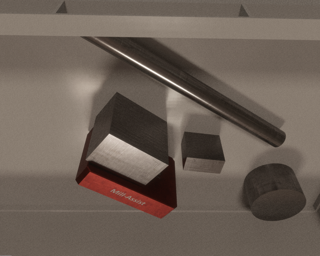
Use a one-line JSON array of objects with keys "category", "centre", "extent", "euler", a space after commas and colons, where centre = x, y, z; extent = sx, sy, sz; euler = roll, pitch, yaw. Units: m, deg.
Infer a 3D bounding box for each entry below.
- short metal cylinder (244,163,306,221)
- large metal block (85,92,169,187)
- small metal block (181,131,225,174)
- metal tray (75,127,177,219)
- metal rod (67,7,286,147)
[{"category": "short metal cylinder", "centre": [0.177, 0.100, 0.481], "extent": [0.081, 0.050, 0.079], "euler": [0, 130, 0]}, {"category": "large metal block", "centre": [-0.037, 0.014, 0.384], "extent": [0.080, 0.080, 0.050], "euler": [31, 123, -24]}, {"category": "small metal block", "centre": [0.057, 0.033, 0.422], "extent": [0.050, 0.050, 0.025], "euler": [6, 130, -6]}, {"category": "metal tray", "centre": [-0.039, 0.056, 0.413], "extent": [0.131, 0.090, 0.030], "euler": [29, 124, -23]}, {"category": "metal rod", "centre": [0.037, -0.048, 0.368], "extent": [0.301, 0.025, 0.025], "euler": [27, 125, -22]}]
